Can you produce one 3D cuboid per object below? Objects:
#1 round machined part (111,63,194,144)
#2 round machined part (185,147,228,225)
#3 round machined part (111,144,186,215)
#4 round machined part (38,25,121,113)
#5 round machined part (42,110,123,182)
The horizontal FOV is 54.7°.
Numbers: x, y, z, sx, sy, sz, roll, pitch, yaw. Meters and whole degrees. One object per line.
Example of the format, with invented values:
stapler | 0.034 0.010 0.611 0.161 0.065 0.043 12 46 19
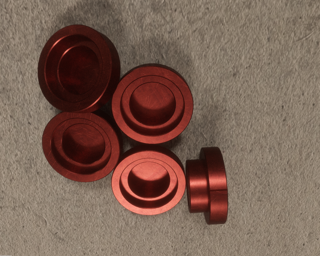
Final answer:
round machined part | -0.009 -0.032 0.389 0.099 0.042 0.097 0 110 -1
round machined part | 0.056 0.074 0.399 0.042 0.098 0.097 -3 110 1
round machined part | -0.015 0.067 0.425 0.099 0.042 0.097 0 110 -1
round machined part | -0.089 -0.066 0.361 0.098 0.042 0.097 0 89 21
round machined part | -0.097 0.017 0.403 0.099 0.042 0.097 1 108 4
